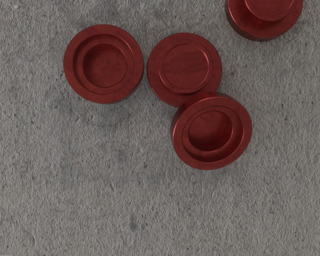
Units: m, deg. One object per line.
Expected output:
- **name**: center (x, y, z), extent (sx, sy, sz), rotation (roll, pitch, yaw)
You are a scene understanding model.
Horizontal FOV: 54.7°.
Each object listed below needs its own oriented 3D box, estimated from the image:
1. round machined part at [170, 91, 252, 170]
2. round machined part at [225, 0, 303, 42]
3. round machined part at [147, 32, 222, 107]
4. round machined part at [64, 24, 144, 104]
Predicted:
- **round machined part**: center (0.061, 0.000, 0.390), extent (0.099, 0.042, 0.097), rotation (-4, 114, -8)
- **round machined part**: center (0.137, -0.166, 0.402), extent (0.099, 0.042, 0.097), rotation (0, 90, 0)
- **round machined part**: center (0.032, -0.076, 0.401), extent (0.099, 0.042, 0.097), rotation (0, 90, 0)
- **round machined part**: center (-0.069, -0.079, 0.401), extent (0.099, 0.042, 0.097), rotation (0, 90, 0)
